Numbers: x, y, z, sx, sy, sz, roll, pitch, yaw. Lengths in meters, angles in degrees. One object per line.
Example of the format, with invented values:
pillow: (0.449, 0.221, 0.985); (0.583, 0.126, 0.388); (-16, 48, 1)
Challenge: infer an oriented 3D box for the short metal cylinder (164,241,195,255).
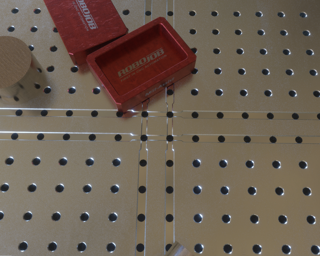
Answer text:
short metal cylinder: (0.032, 0.165, 0.322); (0.080, 0.080, 0.050); (38, 75, 12)

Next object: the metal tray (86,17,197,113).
metal tray: (-0.026, -0.092, 0.442); (0.131, 0.030, 0.090); (-32, 73, -11)

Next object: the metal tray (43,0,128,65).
metal tray: (-0.114, -0.168, 0.470); (0.090, 0.030, 0.130); (-25, 72, -9)

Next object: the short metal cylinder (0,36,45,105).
short metal cylinder: (-0.208, -0.078, 0.425); (0.081, 0.050, 0.080); (0, 70, 0)
